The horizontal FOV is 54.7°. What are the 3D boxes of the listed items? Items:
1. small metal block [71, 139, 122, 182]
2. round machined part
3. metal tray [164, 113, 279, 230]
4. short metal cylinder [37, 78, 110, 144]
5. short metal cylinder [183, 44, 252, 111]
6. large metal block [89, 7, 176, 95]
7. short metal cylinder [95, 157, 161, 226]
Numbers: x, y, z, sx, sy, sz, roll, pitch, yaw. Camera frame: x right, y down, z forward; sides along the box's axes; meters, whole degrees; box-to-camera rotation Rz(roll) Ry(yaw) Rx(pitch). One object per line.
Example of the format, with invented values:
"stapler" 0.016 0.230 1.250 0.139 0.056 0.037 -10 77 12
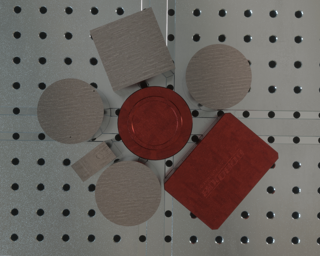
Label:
"small metal block" -0.080 0.041 0.399 0.050 0.050 0.025 -37 90 0
"round machined part" -0.006 -0.006 0.404 0.099 0.042 0.097 0 90 0
"metal tray" 0.079 0.055 0.410 0.090 0.030 0.130 41 89 0
"short metal cylinder" -0.108 -0.020 0.399 0.081 0.050 0.080 0 90 0
"short metal cylinder" 0.071 -0.062 0.401 0.081 0.050 0.080 0 90 0
"large metal block" -0.033 -0.096 0.400 0.080 0.050 0.080 -21 90 0
"short metal cylinder" -0.038 0.079 0.400 0.081 0.050 0.080 0 90 0
